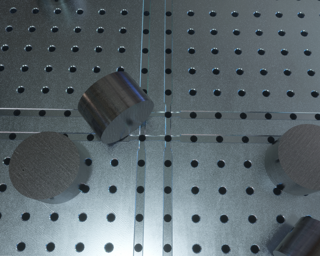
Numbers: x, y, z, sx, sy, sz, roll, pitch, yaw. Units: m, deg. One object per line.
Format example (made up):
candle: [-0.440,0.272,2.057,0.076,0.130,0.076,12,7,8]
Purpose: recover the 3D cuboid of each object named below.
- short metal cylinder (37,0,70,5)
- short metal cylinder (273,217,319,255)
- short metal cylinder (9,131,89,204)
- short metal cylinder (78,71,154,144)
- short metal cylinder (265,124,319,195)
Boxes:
short metal cylinder: [-0.171,-0.242,0.485,0.081,0.050,0.080,0,70,-1]
short metal cylinder: [0.172,0.143,0.333,0.080,0.080,0.050,43,75,13]
short metal cylinder: [-0.133,0.050,0.379,0.081,0.050,0.080,0,70,0]
short metal cylinder: [-0.055,-0.025,0.391,0.080,0.080,0.050,-36,74,-12]
short metal cylinder: [0.179,0.041,0.386,0.081,0.050,0.080,0,70,0]
